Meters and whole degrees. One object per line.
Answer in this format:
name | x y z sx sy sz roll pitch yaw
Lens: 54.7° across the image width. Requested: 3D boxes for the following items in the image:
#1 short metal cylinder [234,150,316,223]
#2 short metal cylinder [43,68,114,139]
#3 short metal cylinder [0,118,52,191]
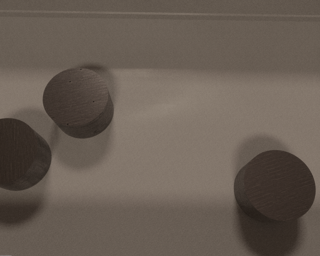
short metal cylinder | 0.135 0.072 0.372 0.081 0.050 0.080 0 70 0
short metal cylinder | -0.105 -0.031 0.407 0.081 0.050 0.080 0 70 0
short metal cylinder | -0.183 0.034 0.382 0.081 0.050 0.080 0 70 0
